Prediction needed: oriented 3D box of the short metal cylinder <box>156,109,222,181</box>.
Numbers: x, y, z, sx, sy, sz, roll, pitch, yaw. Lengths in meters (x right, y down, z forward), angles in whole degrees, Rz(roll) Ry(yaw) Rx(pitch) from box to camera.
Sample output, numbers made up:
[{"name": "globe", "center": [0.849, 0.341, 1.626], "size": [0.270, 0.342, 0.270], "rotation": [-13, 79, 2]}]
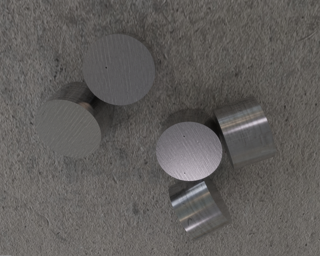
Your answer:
[{"name": "short metal cylinder", "center": [0.038, 0.021, 0.400], "size": [0.080, 0.050, 0.079], "rotation": [2, 111, 5]}]

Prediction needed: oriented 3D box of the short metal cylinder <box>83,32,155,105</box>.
[{"name": "short metal cylinder", "center": [-0.046, -0.072, 0.369], "size": [0.081, 0.050, 0.079], "rotation": [0, 110, 0]}]

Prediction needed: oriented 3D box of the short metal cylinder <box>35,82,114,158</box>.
[{"name": "short metal cylinder", "center": [-0.103, -0.010, 0.382], "size": [0.080, 0.050, 0.079], "rotation": [5, 122, 8]}]

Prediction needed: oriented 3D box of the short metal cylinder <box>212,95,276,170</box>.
[{"name": "short metal cylinder", "center": [0.102, 0.006, 0.383], "size": [0.050, 0.080, 0.080], "rotation": [-19, 109, 7]}]

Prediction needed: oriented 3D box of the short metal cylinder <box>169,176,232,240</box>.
[{"name": "short metal cylinder", "center": [0.054, 0.102, 0.419], "size": [0.050, 0.080, 0.080], "rotation": [-31, 107, 11]}]
